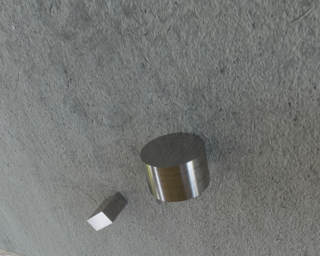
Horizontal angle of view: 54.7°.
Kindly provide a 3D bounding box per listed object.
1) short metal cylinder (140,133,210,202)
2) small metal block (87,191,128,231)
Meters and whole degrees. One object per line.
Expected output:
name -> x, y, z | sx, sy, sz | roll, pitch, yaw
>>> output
short metal cylinder -> 0.020, 0.047, 0.390 | 0.080, 0.080, 0.050 | 2, 119, 27
small metal block -> -0.089, 0.141, 0.525 | 0.025, 0.050, 0.050 | 48, 129, -6
